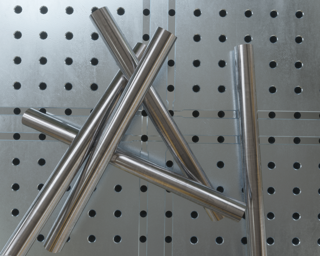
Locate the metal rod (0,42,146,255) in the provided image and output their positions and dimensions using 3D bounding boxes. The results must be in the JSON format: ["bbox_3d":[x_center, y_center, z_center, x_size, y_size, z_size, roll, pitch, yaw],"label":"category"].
[{"bbox_3d":[-0.093,0.020,0.374,0.025,0.025,0.300,30,75,0],"label":"metal rod"}]

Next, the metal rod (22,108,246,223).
[{"bbox_3d":[-0.038,0.044,0.394,0.301,0.025,0.025,23,90,7],"label":"metal rod"}]

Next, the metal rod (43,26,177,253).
[{"bbox_3d":[-0.064,0.022,0.370,0.025,0.025,0.299,29,100,0],"label":"metal rod"}]

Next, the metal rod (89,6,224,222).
[{"bbox_3d":[0.003,-0.010,0.390,0.025,0.025,0.299,-31,99,0],"label":"metal rod"}]

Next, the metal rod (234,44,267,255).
[{"bbox_3d":[0.121,0.040,0.414,0.025,0.025,0.298,-4,90,0],"label":"metal rod"}]
